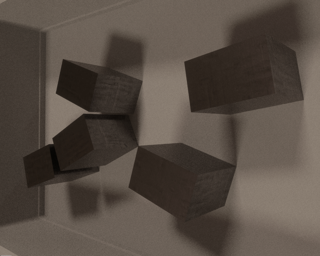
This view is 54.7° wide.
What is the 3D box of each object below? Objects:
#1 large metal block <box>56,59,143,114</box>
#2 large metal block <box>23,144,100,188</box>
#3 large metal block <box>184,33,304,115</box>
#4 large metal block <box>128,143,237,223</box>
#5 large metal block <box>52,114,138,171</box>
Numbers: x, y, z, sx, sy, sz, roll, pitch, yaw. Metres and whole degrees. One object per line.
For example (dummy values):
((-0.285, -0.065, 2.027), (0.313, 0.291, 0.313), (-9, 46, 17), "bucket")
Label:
((-0.086, -0.058, 0.439), (0.080, 0.081, 0.050), (26, 107, 36), "large metal block")
((-0.159, 0.059, 0.499), (0.080, 0.081, 0.050), (-22, 76, 37), "large metal block")
((0.083, -0.046, 0.302), (0.080, 0.081, 0.050), (-12, 83, 39), "large metal block")
((0.026, 0.055, 0.348), (0.080, 0.081, 0.050), (23, 104, 37), "large metal block")
((-0.092, 0.020, 0.445), (0.080, 0.081, 0.050), (-31, 71, 35), "large metal block")
